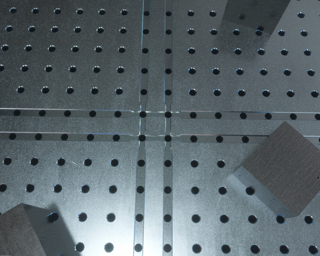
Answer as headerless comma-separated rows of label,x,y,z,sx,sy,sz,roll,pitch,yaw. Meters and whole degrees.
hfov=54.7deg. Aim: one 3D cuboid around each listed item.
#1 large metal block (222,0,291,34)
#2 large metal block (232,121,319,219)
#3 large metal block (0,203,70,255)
large metal block,0.145,-0.194,0.455,0.080,0.080,0.050,19,71,6
large metal block,0.151,0.052,0.381,0.080,0.050,0.080,-42,76,-14
large metal block,-0.139,0.133,0.332,0.050,0.080,0.080,-31,73,-11
